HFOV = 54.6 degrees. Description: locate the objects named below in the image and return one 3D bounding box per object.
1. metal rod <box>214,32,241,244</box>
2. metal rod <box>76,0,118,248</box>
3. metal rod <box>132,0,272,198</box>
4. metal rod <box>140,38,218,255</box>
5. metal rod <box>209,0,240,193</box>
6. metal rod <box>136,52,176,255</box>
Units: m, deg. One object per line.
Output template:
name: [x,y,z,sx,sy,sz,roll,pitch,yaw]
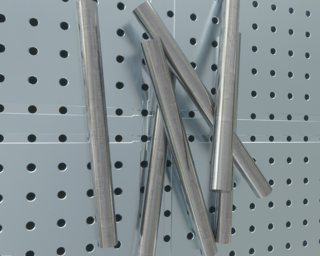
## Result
metal rod: [0.097,0.013,0.447,0.025,0.025,0.298,4,89,-20]
metal rod: [-0.077,-0.003,0.383,0.025,0.025,0.298,-5,92,-20]
metal rod: [0.062,-0.028,0.407,0.025,0.025,0.300,-39,103,-16]
metal rod: [0.029,0.036,0.402,0.025,0.025,0.299,-21,105,-19]
metal rod: [0.086,-0.068,0.402,0.025,0.025,0.299,15,69,-19]
metal rod: [-0.004,0.045,0.410,0.025,0.025,0.299,8,87,-20]
